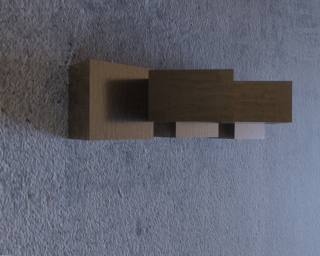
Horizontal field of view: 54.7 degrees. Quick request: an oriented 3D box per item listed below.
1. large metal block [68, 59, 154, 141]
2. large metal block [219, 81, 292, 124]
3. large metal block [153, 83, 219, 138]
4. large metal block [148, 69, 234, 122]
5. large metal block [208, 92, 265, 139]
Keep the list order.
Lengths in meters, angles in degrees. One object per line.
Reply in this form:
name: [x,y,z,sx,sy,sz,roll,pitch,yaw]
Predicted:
large metal block: [-0.054,-0.028,0.346,0.081,0.050,0.079,0,90,-40]
large metal block: [0.121,-0.031,0.412,0.080,0.080,0.050,1,89,4]
large metal block: [0.034,-0.028,0.421,0.081,0.050,0.079,1,90,-40]
large metal block: [0.032,-0.031,0.334,0.080,0.080,0.050,-11,101,-85]
large metal block: [0.124,-0.023,0.497,0.081,0.050,0.079,2,89,-40]
